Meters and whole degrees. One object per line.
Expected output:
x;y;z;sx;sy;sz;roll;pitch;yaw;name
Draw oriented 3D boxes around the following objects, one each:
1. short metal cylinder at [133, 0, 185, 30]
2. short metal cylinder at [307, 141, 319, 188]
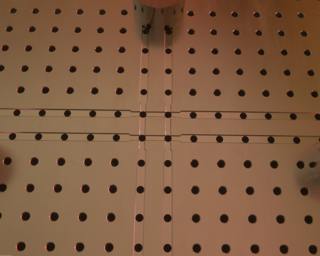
-0.002;-0.197;0.471;0.081;0.050;0.080;0;70;-1;short metal cylinder
0.235;0.043;0.386;0.081;0.050;0.080;0;70;0;short metal cylinder
